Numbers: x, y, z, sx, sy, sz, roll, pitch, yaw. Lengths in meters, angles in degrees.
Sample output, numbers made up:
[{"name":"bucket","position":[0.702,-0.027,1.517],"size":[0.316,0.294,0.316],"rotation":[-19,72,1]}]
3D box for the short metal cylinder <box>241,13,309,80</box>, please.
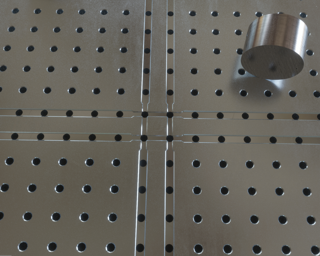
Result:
[{"name":"short metal cylinder","position":[0.156,-0.109,0.423],"size":[0.080,0.080,0.050],"rotation":[15,71,5]}]
